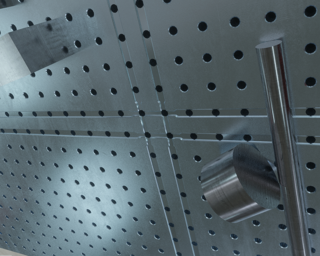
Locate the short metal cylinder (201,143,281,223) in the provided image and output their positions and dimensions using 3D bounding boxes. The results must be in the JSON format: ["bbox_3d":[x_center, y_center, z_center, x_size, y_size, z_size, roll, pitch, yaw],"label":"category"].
[{"bbox_3d":[0.095,0.065,0.365,0.080,0.080,0.050,47,129,-5],"label":"short metal cylinder"}]

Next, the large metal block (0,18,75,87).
[{"bbox_3d":[-0.177,-0.098,0.406,0.080,0.080,0.050,-11,113,32],"label":"large metal block"}]

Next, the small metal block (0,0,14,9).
[{"bbox_3d":[-0.235,-0.185,0.418,0.050,0.025,0.050,2,119,27],"label":"small metal block"}]

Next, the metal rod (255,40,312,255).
[{"bbox_3d":[0.150,0.048,0.361,0.025,0.025,0.298,-4,117,30],"label":"metal rod"}]
